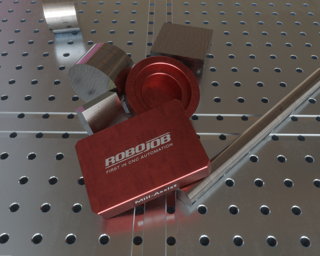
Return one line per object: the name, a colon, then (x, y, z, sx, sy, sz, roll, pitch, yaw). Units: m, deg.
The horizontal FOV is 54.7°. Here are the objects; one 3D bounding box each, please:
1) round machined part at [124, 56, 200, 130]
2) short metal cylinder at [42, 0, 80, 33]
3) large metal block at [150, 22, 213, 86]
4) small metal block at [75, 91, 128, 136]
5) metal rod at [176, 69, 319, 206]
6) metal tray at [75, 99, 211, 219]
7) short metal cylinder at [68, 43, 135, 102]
round machined part: (0.000, -0.043, 0.417, 0.099, 0.042, 0.098, 4, 72, -13)
short metal cylinder: (-0.173, -0.211, 0.548, 0.050, 0.080, 0.080, -8, 51, -7)
large metal block: (0.035, -0.119, 0.491, 0.080, 0.050, 0.080, 12, 51, 10)
small metal block: (-0.072, -0.013, 0.397, 0.050, 0.050, 0.025, -35, 27, -25)
metal rod: (0.137, -0.002, 0.409, 0.302, 0.025, 0.025, -35, 59, -26)
metal tray: (-0.020, 0.033, 0.346, 0.131, 0.030, 0.090, -23, 62, 0)
short metal cylinder: (-0.078, -0.070, 0.430, 0.080, 0.080, 0.050, 19, 53, 15)
